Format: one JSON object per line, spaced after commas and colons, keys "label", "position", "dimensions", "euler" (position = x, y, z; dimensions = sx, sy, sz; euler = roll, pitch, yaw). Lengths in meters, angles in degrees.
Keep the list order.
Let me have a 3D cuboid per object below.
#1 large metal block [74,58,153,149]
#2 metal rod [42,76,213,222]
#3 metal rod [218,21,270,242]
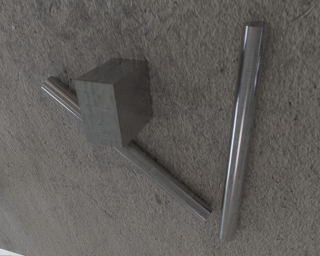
{"label": "large metal block", "position": [-0.052, -0.033, 0.378], "dimensions": [0.050, 0.080, 0.079], "euler": [10, 123, 23]}
{"label": "metal rod", "position": [-0.047, 0.030, 0.450], "dimensions": [0.300, 0.025, 0.025], "euler": [40, 129, 1]}
{"label": "metal rod", "position": [0.095, 0.028, 0.373], "dimensions": [0.025, 0.025, 0.298], "euler": [12, 124, 21]}
